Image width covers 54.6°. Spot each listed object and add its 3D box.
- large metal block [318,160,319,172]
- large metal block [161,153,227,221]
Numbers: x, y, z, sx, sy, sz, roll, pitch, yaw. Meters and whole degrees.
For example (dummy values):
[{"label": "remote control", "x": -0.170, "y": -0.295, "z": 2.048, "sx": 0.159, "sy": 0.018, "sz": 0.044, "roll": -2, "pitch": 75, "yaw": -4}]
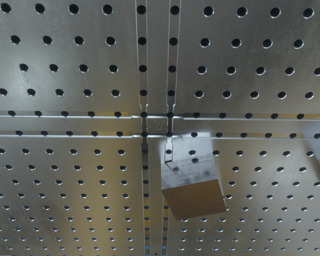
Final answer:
[{"label": "large metal block", "x": 0.279, "y": 0.094, "z": 0.457, "sx": 0.050, "sy": 0.080, "sz": 0.080, "roll": -19, "pitch": 128, "yaw": 15}, {"label": "large metal block", "x": 0.052, "y": 0.091, "z": 0.473, "sx": 0.080, "sy": 0.050, "sz": 0.080, "roll": -13, "pitch": 129, "yaw": 11}]
